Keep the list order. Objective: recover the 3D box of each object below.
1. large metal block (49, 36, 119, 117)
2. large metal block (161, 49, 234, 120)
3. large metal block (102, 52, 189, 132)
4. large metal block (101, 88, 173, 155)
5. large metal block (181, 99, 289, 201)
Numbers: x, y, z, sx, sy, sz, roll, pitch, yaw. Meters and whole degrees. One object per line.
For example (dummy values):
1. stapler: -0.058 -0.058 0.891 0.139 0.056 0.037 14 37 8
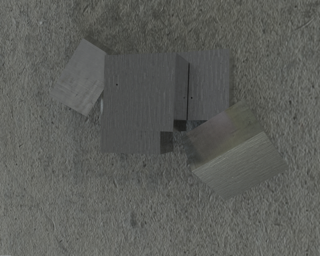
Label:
1. large metal block: -0.095 -0.071 0.406 0.050 0.080 0.080 31 102 -17
2. large metal block: 0.047 -0.049 0.380 0.080 0.050 0.079 0 90 19
3. large metal block: -0.015 -0.038 0.346 0.080 0.050 0.079 2 91 19
4. large metal block: -0.029 -0.009 0.404 0.080 0.050 0.079 0 90 19
5. large metal block: 0.083 0.027 0.344 0.080 0.080 0.050 -33 42 17
